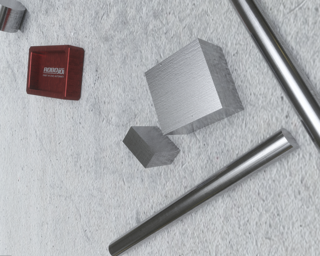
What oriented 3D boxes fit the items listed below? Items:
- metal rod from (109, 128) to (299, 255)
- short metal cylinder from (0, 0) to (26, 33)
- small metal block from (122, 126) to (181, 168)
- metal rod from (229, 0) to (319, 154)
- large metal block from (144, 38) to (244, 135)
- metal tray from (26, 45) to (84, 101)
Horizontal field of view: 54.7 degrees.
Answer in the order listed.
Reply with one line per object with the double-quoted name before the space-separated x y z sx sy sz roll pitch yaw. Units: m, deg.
"metal rod" 0.030 0.094 0.378 0.299 0.025 0.025 -41 65 31
"short metal cylinder" -0.325 -0.238 0.633 0.080 0.081 0.050 46 117 30
"small metal block" -0.011 0.023 0.396 0.050 0.050 0.025 46 117 30
"metal rod" 0.128 -0.043 0.297 0.025 0.025 0.299 -36 68 34
"large metal block" 0.037 -0.043 0.356 0.080 0.050 0.080 -26 74 36
"metal tray" -0.191 -0.100 0.555 0.130 0.030 0.089 11 97 39
